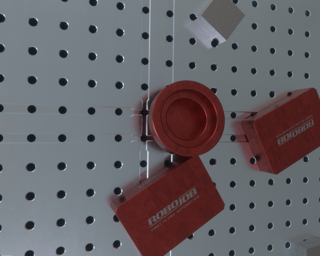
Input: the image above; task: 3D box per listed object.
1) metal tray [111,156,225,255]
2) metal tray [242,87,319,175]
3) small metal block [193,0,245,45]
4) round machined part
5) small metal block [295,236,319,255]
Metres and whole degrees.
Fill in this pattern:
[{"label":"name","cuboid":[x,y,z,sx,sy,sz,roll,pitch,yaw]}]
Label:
[{"label":"metal tray","cuboid":[0.013,0.104,0.415,0.131,0.030,0.090,-32,101,-17]},{"label":"metal tray","cuboid":[0.201,0.003,0.484,0.131,0.030,0.090,-27,99,-18]},{"label":"small metal block","cuboid":[0.085,-0.157,0.443,0.050,0.025,0.050,40,77,-16]},{"label":"round machined part","cuboid":[0.032,-0.010,0.410,0.099,0.042,0.097,2,82,-16]},{"label":"small metal block","cuboid":[0.251,0.211,0.505,0.050,0.025,0.050,-7,92,-20]}]
